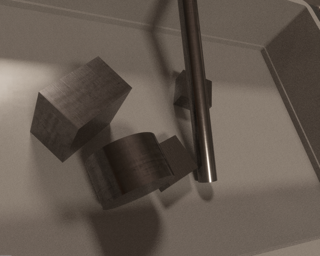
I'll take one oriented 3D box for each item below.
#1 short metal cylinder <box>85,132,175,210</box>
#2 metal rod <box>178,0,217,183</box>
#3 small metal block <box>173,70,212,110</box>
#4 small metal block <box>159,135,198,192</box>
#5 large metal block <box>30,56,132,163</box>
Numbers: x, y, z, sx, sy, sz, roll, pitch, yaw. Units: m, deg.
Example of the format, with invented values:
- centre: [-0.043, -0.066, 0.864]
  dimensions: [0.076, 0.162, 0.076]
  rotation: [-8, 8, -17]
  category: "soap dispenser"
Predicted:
- centre: [-0.031, 0.046, 0.327]
  dimensions: [0.081, 0.080, 0.050]
  rotation: [-14, 70, -34]
  category: "short metal cylinder"
- centre: [0.045, -0.080, 0.404]
  dimensions: [0.025, 0.025, 0.298]
  rotation: [-6, 89, -31]
  category: "metal rod"
- centre: [0.050, -0.054, 0.467]
  dimensions: [0.050, 0.025, 0.050]
  rotation: [19, 54, -18]
  category: "small metal block"
- centre: [0.011, 0.044, 0.386]
  dimensions: [0.050, 0.025, 0.050]
  rotation: [-26, 76, -37]
  category: "small metal block"
- centre: [-0.087, -0.019, 0.336]
  dimensions: [0.050, 0.080, 0.080]
  rotation: [44, 51, 1]
  category: "large metal block"
